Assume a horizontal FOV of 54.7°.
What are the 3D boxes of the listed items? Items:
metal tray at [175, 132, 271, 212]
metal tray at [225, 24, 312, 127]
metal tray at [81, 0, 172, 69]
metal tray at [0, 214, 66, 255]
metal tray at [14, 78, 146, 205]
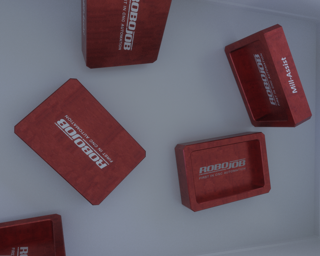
[{"bbox_3d":[0.091,0.058,0.441,0.131,0.030,0.089,-9,93,-20],"label":"metal tray"},{"bbox_3d":[0.146,-0.066,0.429,0.030,0.090,0.129,-25,99,-18],"label":"metal tray"},{"bbox_3d":[-0.039,-0.126,0.344,0.091,0.129,0.030,-10,58,-20],"label":"metal tray"},{"bbox_3d":[-0.139,0.139,0.302,0.091,0.130,0.030,-5,110,-20],"label":"metal tray"},{"bbox_3d":[-0.092,0.017,0.374,0.090,0.030,0.130,-46,104,-14],"label":"metal tray"}]
